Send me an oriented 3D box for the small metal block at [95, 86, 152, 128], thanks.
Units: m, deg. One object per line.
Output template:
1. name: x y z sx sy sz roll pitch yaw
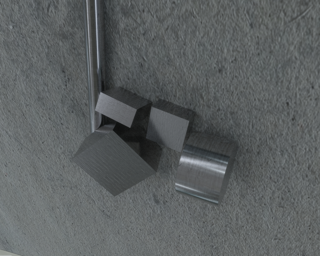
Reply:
1. small metal block: -0.045 -0.028 0.392 0.050 0.050 0.025 26 112 11

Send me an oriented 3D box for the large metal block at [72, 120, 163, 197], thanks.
1. large metal block: -0.056 0.036 0.423 0.080 0.050 0.080 -34 111 27

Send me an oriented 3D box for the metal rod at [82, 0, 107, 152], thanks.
1. metal rod: -0.083 -0.076 0.401 0.025 0.025 0.298 17 125 18

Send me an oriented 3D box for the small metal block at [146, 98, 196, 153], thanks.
1. small metal block: 0.013 -0.003 0.397 0.050 0.025 0.050 22 127 14

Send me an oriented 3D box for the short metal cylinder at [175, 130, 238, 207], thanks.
1. short metal cylinder: 0.057 0.047 0.370 0.050 0.080 0.079 15 125 19
